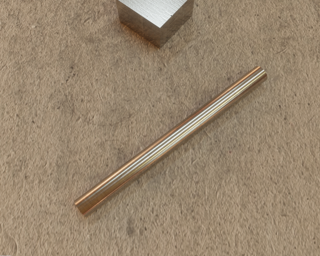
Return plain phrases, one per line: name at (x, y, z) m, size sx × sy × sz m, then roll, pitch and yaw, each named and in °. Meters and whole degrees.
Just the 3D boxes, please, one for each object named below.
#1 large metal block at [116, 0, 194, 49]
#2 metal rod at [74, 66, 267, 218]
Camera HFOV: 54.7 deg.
large metal block at (-0.006, -0.179, 0.460) m, size 0.080 × 0.050 × 0.080 m, roll 37°, pitch 74°, yaw 12°
metal rod at (0.023, 0.010, 0.404) m, size 0.301 × 0.025 × 0.025 m, roll -36°, pitch 74°, yaw -13°
